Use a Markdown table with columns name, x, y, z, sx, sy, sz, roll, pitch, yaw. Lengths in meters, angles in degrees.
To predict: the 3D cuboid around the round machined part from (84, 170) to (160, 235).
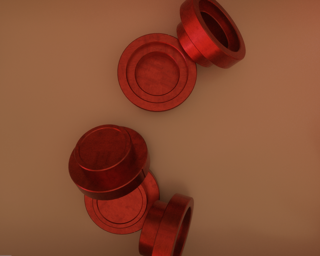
| name | x | y | z | sx | sy | sz | roll | pitch | yaw |
| --- | --- | --- | --- | --- | --- | --- | --- | --- | --- |
| round machined part | -0.049 | 0.091 | 0.402 | 0.099 | 0.042 | 0.097 | 0 | 90 | 0 |

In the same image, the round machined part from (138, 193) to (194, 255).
| name | x | y | z | sx | sy | sz | roll | pitch | yaw |
| --- | --- | --- | --- | --- | --- | --- | --- | --- | --- |
| round machined part | 0.007 | 0.127 | 0.377 | 0.042 | 0.098 | 0.097 | 14 | 90 | 17 |

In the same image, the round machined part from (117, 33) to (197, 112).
| name | x | y | z | sx | sy | sz | roll | pitch | yaw |
| --- | --- | --- | --- | --- | --- | --- | --- | --- | --- |
| round machined part | -0.003 | -0.069 | 0.403 | 0.099 | 0.042 | 0.097 | 0 | 90 | 0 |

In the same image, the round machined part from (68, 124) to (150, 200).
| name | x | y | z | sx | sy | sz | roll | pitch | yaw |
| --- | --- | --- | --- | --- | --- | --- | --- | --- | --- |
| round machined part | -0.064 | 0.034 | 0.376 | 0.098 | 0.042 | 0.098 | -5 | 49 | 6 |

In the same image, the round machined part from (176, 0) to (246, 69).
| name | x | y | z | sx | sy | sz | roll | pitch | yaw |
| --- | --- | --- | --- | --- | --- | --- | --- | --- | --- |
| round machined part | 0.059 | -0.115 | 0.385 | 0.042 | 0.099 | 0.098 | -33 | 90 | 38 |
